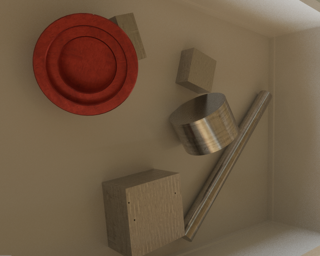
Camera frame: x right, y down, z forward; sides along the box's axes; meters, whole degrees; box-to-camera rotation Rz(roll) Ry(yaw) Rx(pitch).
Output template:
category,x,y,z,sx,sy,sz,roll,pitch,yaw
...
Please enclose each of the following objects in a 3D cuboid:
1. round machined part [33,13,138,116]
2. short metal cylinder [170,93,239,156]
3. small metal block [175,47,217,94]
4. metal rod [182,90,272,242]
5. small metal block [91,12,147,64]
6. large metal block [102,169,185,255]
category,x,y,z,sx,sy,sz,roll,pitch,yaw
round machined part,-0.073,-0.065,0.316,0.099,0.042,0.097,-3,108,-8
short metal cylinder,0.061,-0.007,0.424,0.080,0.080,0.050,-42,116,-32
small metal block,0.054,-0.082,0.454,0.050,0.025,0.050,19,78,-39
metal rod,0.115,0.047,0.505,0.025,0.025,0.301,52,59,-28
small metal block,-0.048,-0.097,0.351,0.025,0.050,0.050,-30,109,-40
large metal block,-0.019,0.099,0.377,0.081,0.050,0.079,-9,96,-40
